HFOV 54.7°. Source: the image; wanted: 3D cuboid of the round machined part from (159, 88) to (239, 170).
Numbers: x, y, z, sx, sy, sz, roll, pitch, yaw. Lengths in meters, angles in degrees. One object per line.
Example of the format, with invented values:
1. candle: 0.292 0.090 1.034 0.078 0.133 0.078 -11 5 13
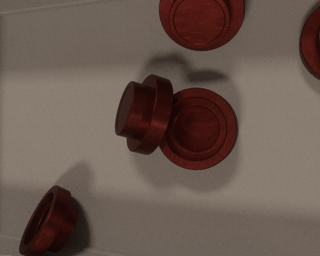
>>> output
1. round machined part: 0.047 0.001 0.384 0.098 0.042 0.097 0 90 19

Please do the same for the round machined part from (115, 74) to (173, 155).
1. round machined part: -0.025 -0.019 0.378 0.042 0.098 0.097 15 96 -20

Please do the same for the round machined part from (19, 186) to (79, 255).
1. round machined part: -0.150 0.134 0.434 0.042 0.098 0.098 33 103 -23

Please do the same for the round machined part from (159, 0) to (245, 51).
1. round machined part: 0.047 -0.132 0.356 0.099 0.042 0.097 7 134 8

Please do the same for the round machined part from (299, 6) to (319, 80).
1. round machined part: 0.203 -0.096 0.330 0.098 0.042 0.097 0 90 19
